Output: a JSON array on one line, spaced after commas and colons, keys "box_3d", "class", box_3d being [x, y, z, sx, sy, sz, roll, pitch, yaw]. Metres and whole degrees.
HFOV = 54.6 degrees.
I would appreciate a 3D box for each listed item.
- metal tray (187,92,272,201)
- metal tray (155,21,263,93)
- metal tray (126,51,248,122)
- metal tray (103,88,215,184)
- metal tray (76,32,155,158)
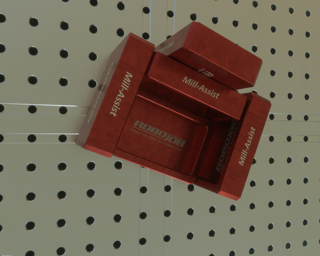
[{"box_3d": [0.088, 0.021, 0.409, 0.030, 0.090, 0.130, 23, 83, -19], "class": "metal tray"}, {"box_3d": [0.045, -0.075, 0.372, 0.090, 0.130, 0.030, 24, 83, -19], "class": "metal tray"}, {"box_3d": [0.031, -0.046, 0.389, 0.131, 0.090, 0.030, 23, 83, -19], "class": "metal tray"}, {"box_3d": [0.000, 0.011, 0.409, 0.131, 0.030, 0.090, 23, 82, -19], "class": "metal tray"}, {"box_3d": [-0.055, -0.035, 0.357, 0.030, 0.090, 0.130, 23, 82, -19], "class": "metal tray"}]
